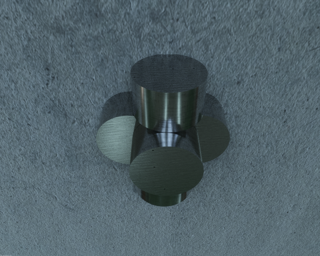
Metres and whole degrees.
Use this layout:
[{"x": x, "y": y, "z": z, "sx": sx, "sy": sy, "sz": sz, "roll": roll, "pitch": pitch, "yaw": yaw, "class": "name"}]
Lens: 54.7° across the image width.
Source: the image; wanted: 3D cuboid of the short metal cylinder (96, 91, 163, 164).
[{"x": -0.036, "y": 0.000, "z": 0.392, "sx": 0.081, "sy": 0.050, "sz": 0.079, "roll": 0, "pitch": 130, "yaw": 0, "class": "short metal cylinder"}]

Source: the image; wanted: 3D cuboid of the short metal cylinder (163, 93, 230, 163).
[{"x": 0.044, "y": 0.000, "z": 0.393, "sx": 0.081, "sy": 0.050, "sz": 0.079, "roll": 0, "pitch": 130, "yaw": 0, "class": "short metal cylinder"}]

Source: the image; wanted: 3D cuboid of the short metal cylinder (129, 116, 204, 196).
[{"x": 0.007, "y": 0.033, "z": 0.354, "sx": 0.081, "sy": 0.050, "sz": 0.079, "roll": 0, "pitch": 130, "yaw": 0, "class": "short metal cylinder"}]

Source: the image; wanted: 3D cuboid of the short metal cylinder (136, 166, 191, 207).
[{"x": 0.005, "y": 0.059, "z": 0.424, "sx": 0.081, "sy": 0.080, "sz": 0.050, "roll": 0, "pitch": 130, "yaw": -1, "class": "short metal cylinder"}]

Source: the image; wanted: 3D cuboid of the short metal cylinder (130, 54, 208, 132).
[{"x": 0.010, "y": -0.040, "z": 0.339, "sx": 0.081, "sy": 0.080, "sz": 0.050, "roll": 0, "pitch": 130, "yaw": -1, "class": "short metal cylinder"}]
